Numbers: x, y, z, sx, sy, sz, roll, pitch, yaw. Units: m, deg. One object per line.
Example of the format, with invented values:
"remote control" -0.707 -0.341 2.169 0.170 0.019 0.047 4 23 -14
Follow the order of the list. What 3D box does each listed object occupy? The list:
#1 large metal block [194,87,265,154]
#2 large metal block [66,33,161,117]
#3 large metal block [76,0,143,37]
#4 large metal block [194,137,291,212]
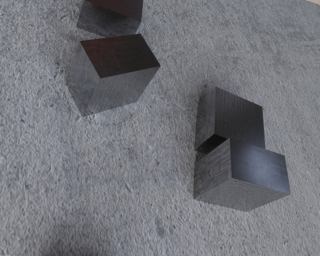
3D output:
"large metal block" 0.099 -0.001 0.441 0.080 0.050 0.080 20 54 -16
"large metal block" -0.059 -0.064 0.376 0.081 0.080 0.050 -20 73 -36
"large metal block" -0.072 -0.180 0.459 0.081 0.050 0.080 15 56 -20
"large metal block" 0.097 0.062 0.383 0.081 0.080 0.050 18 55 -18
